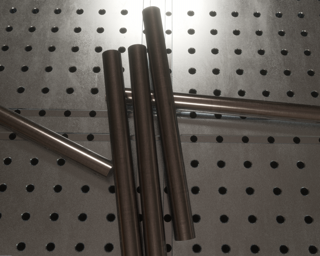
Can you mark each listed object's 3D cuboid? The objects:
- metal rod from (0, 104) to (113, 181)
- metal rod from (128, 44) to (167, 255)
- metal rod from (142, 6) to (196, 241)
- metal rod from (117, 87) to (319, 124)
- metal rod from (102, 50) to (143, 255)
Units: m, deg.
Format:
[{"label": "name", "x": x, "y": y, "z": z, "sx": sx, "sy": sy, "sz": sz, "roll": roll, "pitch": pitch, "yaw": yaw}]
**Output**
[{"label": "metal rod", "x": -0.196, "y": -0.009, "z": 0.412, "sx": 0.301, "sy": 0.025, "sz": 0.025, "roll": 26, "pitch": 72, "yaw": 8}, {"label": "metal rod", "x": -0.016, "y": 0.038, "z": 0.380, "sx": 0.025, "sy": 0.025, "sz": 0.299, "roll": -5, "pitch": 76, "yaw": -2}, {"label": "metal rod", "x": 0.009, "y": -0.014, "z": 0.394, "sx": 0.025, "sy": 0.025, "sz": 0.298, "roll": -8, "pitch": 79, "yaw": -3}, {"label": "metal rod", "x": 0.078, "y": -0.031, "z": 0.424, "sx": 0.302, "sy": 0.025, "sz": 0.025, "roll": 6, "pitch": 70, "yaw": 1}, {"label": "metal rod", "x": -0.045, "y": 0.045, "z": 0.378, "sx": 0.025, "sy": 0.025, "sz": 0.299, "roll": -7, "pitch": 76, "yaw": -3}]
